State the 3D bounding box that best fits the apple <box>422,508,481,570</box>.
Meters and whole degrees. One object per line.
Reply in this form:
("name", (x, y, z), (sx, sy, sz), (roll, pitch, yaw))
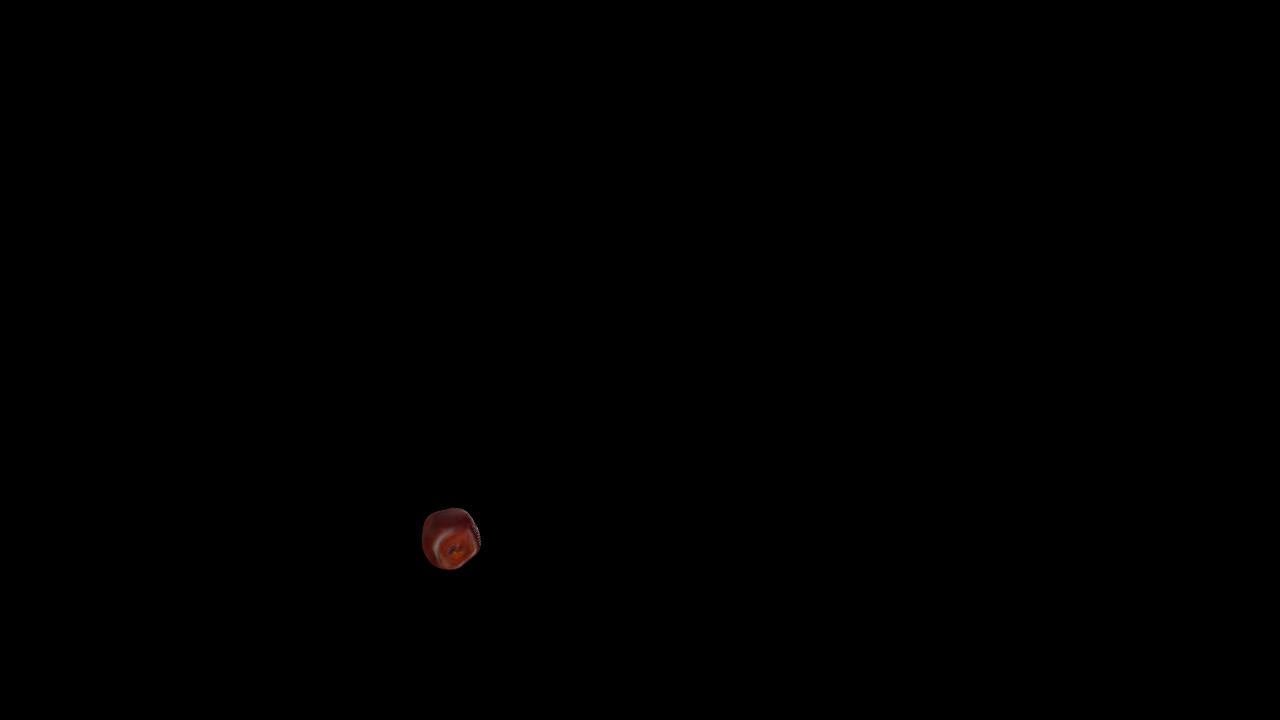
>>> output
("apple", (-0.256, 0.238, 0.827), (0.079, 0.079, 0.093), (0, 10, -24))
